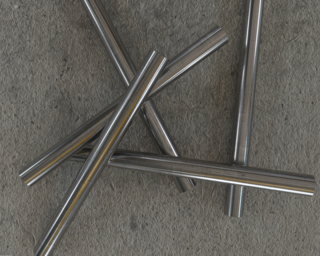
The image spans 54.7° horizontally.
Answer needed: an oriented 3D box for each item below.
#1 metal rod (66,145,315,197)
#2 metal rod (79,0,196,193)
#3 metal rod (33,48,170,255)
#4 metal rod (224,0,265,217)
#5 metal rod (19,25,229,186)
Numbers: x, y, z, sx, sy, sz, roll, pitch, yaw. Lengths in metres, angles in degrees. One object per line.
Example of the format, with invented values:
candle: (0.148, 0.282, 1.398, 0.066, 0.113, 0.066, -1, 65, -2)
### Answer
metal rod: (0.026, 0.048, 0.382, 0.301, 0.025, 0.025, 7, 90, 11)
metal rod: (-0.032, -0.053, 0.409, 0.025, 0.025, 0.299, -27, 90, 0)
metal rod: (-0.077, 0.041, 0.375, 0.025, 0.025, 0.299, 32, 103, 0)
metal rod: (0.112, -0.034, 0.410, 0.025, 0.025, 0.298, 6, 90, 0)
metal rod: (-0.044, -0.027, 0.383, 0.301, 0.025, 0.025, -36, 90, 0)
